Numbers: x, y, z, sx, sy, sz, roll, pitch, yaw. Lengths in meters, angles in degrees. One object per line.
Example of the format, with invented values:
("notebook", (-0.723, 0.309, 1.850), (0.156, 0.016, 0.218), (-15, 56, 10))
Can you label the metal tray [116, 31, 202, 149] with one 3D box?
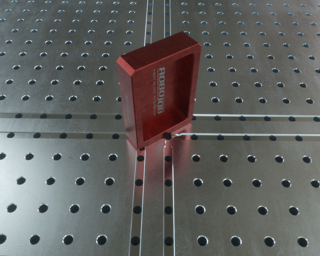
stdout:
("metal tray", (0.000, -0.041, 0.374), (0.091, 0.129, 0.030), (-28, 56, -22))
